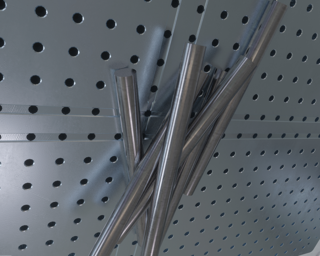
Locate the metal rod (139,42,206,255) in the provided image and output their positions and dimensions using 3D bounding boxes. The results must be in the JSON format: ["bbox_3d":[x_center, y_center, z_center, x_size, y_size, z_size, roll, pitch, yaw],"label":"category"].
[{"bbox_3d":[0.011,0.048,0.384,0.025,0.025,0.298,2,110,-29],"label":"metal rod"}]

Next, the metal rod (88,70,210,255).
[{"bbox_3d":[-0.020,0.059,0.401,0.025,0.025,0.299,27,93,-37],"label":"metal rod"}]

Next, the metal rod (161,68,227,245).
[{"bbox_3d":[0.035,0.060,0.448,0.025,0.025,0.298,11,108,-33],"label":"metal rod"}]

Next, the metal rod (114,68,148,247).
[{"bbox_3d":[-0.032,0.062,0.431,0.025,0.025,0.298,-16,125,-19],"label":"metal rod"}]

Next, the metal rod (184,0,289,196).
[{"bbox_3d":[0.097,-0.029,0.444,0.025,0.025,0.298,10,113,-33],"label":"metal rod"}]

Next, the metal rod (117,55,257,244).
[{"bbox_3d":[0.023,0.035,0.410,0.025,0.025,0.299,28,103,-38],"label":"metal rod"}]
